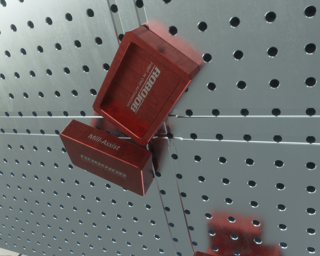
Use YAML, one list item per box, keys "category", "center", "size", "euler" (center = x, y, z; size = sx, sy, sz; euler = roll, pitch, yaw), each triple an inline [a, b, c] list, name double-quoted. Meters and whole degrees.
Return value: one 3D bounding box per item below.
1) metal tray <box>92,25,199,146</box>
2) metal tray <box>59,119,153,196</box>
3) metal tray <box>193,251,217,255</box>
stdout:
- category: "metal tray"
  center: [-0.023, -0.048, 0.388]
  size: [0.090, 0.030, 0.129]
  euler: [37, 129, 3]
- category: "metal tray"
  center: [-0.076, 0.045, 0.455]
  size: [0.130, 0.030, 0.090]
  euler: [21, 147, 15]
- category: "metal tray"
  center: [0.097, 0.254, 0.473]
  size: [0.090, 0.030, 0.129]
  euler: [5, 121, 25]
